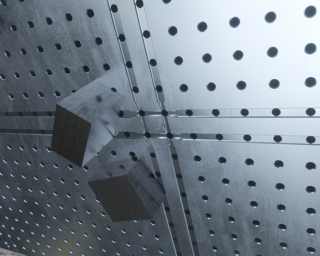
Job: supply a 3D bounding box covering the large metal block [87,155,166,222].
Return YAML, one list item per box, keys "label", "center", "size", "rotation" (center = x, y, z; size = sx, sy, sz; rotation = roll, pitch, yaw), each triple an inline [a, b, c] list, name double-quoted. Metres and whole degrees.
- label: "large metal block"
  center: [-0.050, 0.095, 0.479]
  size: [0.080, 0.050, 0.080]
  rotation: [-16, 110, 34]

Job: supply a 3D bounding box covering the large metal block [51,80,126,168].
- label: "large metal block"
  center: [-0.097, -0.007, 0.421]
  size: [0.050, 0.080, 0.079]
  rotation: [29, 128, 9]

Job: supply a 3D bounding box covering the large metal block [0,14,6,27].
- label: "large metal block"
  center: [-0.284, -0.164, 0.441]
  size: [0.080, 0.050, 0.080]
  rotation: [-20, 108, 35]
